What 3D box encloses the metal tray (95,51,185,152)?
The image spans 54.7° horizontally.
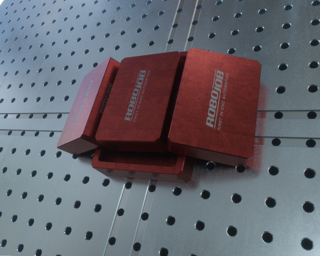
[{"bbox_3d":[-0.021,-0.035,0.397,0.090,0.030,0.130,0,61,27],"label":"metal tray"}]

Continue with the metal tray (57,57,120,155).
[{"bbox_3d":[-0.099,-0.031,0.451,0.090,0.030,0.130,-19,50,49],"label":"metal tray"}]

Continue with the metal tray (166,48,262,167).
[{"bbox_3d":[0.065,-0.027,0.362,0.090,0.030,0.130,12,65,3],"label":"metal tray"}]

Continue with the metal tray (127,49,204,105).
[{"bbox_3d":[0.002,-0.061,0.440,0.130,0.030,0.090,1,62,28],"label":"metal tray"}]

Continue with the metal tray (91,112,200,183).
[{"bbox_3d":[-0.018,0.019,0.402,0.130,0.030,0.090,1,62,28],"label":"metal tray"}]
